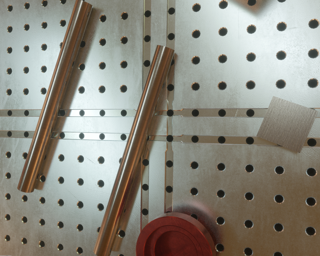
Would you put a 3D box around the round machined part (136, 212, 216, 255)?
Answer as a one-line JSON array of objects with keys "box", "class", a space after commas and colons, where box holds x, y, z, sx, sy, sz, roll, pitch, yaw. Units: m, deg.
[{"box": [0.022, 0.156, 0.396, 0.098, 0.042, 0.097, 0, 90, 20], "class": "round machined part"}]

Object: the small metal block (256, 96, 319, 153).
[{"box": [0.147, -0.005, 0.361, 0.050, 0.025, 0.050, 23, 98, 18], "class": "small metal block"}]

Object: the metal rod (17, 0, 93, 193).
[{"box": [-0.160, -0.043, 0.469, 0.025, 0.025, 0.298, 22, 97, 18], "class": "metal rod"}]

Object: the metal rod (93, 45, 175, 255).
[{"box": [-0.037, 0.036, 0.425, 0.025, 0.025, 0.298, 20, 96, 19], "class": "metal rod"}]
